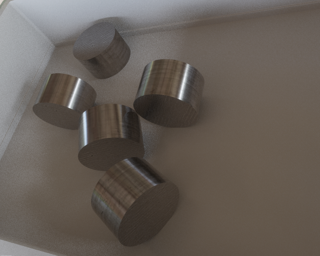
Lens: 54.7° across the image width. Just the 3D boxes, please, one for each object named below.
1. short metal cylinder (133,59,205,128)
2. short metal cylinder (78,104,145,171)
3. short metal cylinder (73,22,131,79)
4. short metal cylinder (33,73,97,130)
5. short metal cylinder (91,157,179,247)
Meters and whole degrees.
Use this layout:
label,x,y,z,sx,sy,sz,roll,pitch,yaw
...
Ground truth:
label,x,y,z,sx,sy,sz,roll,pitch,yaw
short metal cylinder,0.012,-0.041,0.388,0.080,0.080,0.050,0,62,28
short metal cylinder,-0.062,0.014,0.393,0.080,0.080,0.050,-21,54,15
short metal cylinder,-0.097,-0.129,0.518,0.080,0.050,0.080,-13,56,20
short metal cylinder,-0.142,-0.038,0.466,0.080,0.080,0.050,-3,61,26
short metal cylinder,-0.026,0.079,0.335,0.050,0.080,0.080,35,81,38
